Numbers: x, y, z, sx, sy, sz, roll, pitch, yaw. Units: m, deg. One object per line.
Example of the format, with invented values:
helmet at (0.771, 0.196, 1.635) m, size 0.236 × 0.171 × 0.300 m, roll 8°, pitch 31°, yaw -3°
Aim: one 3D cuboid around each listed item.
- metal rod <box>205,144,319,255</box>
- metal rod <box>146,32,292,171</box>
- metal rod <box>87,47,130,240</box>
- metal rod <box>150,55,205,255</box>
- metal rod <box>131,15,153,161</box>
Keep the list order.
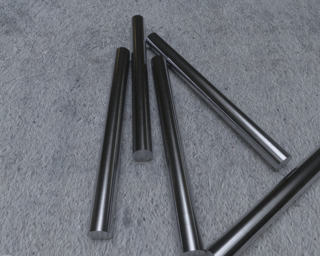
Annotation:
metal rod at (0.168, 0.053, 0.359) m, size 0.302 × 0.025 × 0.025 m, roll -32°, pitch 57°, yaw -24°
metal rod at (0.067, -0.055, 0.449) m, size 0.025 × 0.025 × 0.300 m, roll -26°, pitch 55°, yaw -20°
metal rod at (-0.061, -0.007, 0.408) m, size 0.025 × 0.025 × 0.300 m, roll 0°, pitch 50°, yaw 0°
metal rod at (0.014, 0.009, 0.395) m, size 0.025 × 0.025 × 0.300 m, roll -5°, pitch 50°, yaw -4°
metal rod at (-0.031, -0.081, 0.470) m, size 0.025 × 0.025 × 0.300 m, roll -3°, pitch 50°, yaw -3°
